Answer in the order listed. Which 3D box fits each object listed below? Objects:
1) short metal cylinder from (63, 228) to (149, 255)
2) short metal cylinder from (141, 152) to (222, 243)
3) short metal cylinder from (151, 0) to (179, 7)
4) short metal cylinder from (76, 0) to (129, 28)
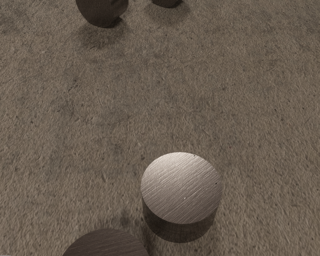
[{"bbox_3d":[-0.046,0.137,0.272,0.081,0.050,0.080,0,50,0],"label":"short metal cylinder"},{"bbox_3d":[0.021,0.073,0.326,0.081,0.050,0.080,0,50,0],"label":"short metal cylinder"},{"bbox_3d":[0.015,-0.287,0.609,0.080,0.080,0.050,26,55,20],"label":"short metal cylinder"},{"bbox_3d":[-0.105,-0.231,0.560,0.080,0.080,0.050,22,54,17],"label":"short metal cylinder"}]
